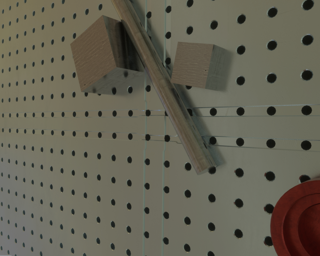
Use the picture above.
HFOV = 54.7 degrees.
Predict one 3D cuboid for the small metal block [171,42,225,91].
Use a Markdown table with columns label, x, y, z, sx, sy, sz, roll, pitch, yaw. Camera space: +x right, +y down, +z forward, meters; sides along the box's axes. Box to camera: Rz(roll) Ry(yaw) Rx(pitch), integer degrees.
| label | x | y | z | sx | sy | sz | roll | pitch | yaw |
| --- | --- | --- | --- | --- | --- | --- | --- | --- | --- |
| small metal block | 0.044 | -0.074 | 0.371 | 0.050 | 0.025 | 0.050 | 17 | 101 | 38 |

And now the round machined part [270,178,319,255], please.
| label | x | y | z | sx | sy | sz | roll | pitch | yaw |
| --- | --- | --- | --- | --- | --- | --- | --- | --- | --- |
| round machined part | 0.153 | 0.092 | 0.271 | 0.098 | 0.042 | 0.097 | 0 | 90 | 39 |

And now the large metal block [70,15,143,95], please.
| label | x | y | z | sx | sy | sz | roll | pitch | yaw |
| --- | --- | --- | --- | --- | --- | --- | --- | --- | --- |
| large metal block | -0.081 | -0.104 | 0.457 | 0.080 | 0.050 | 0.080 | -25 | 74 | 37 |

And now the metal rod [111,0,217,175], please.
| label | x | y | z | sx | sy | sz | roll | pitch | yaw |
| --- | --- | --- | --- | --- | --- | --- | --- | --- | --- |
| metal rod | -0.006 | -0.078 | 0.412 | 0.025 | 0.025 | 0.299 | -39 | 67 | 33 |
